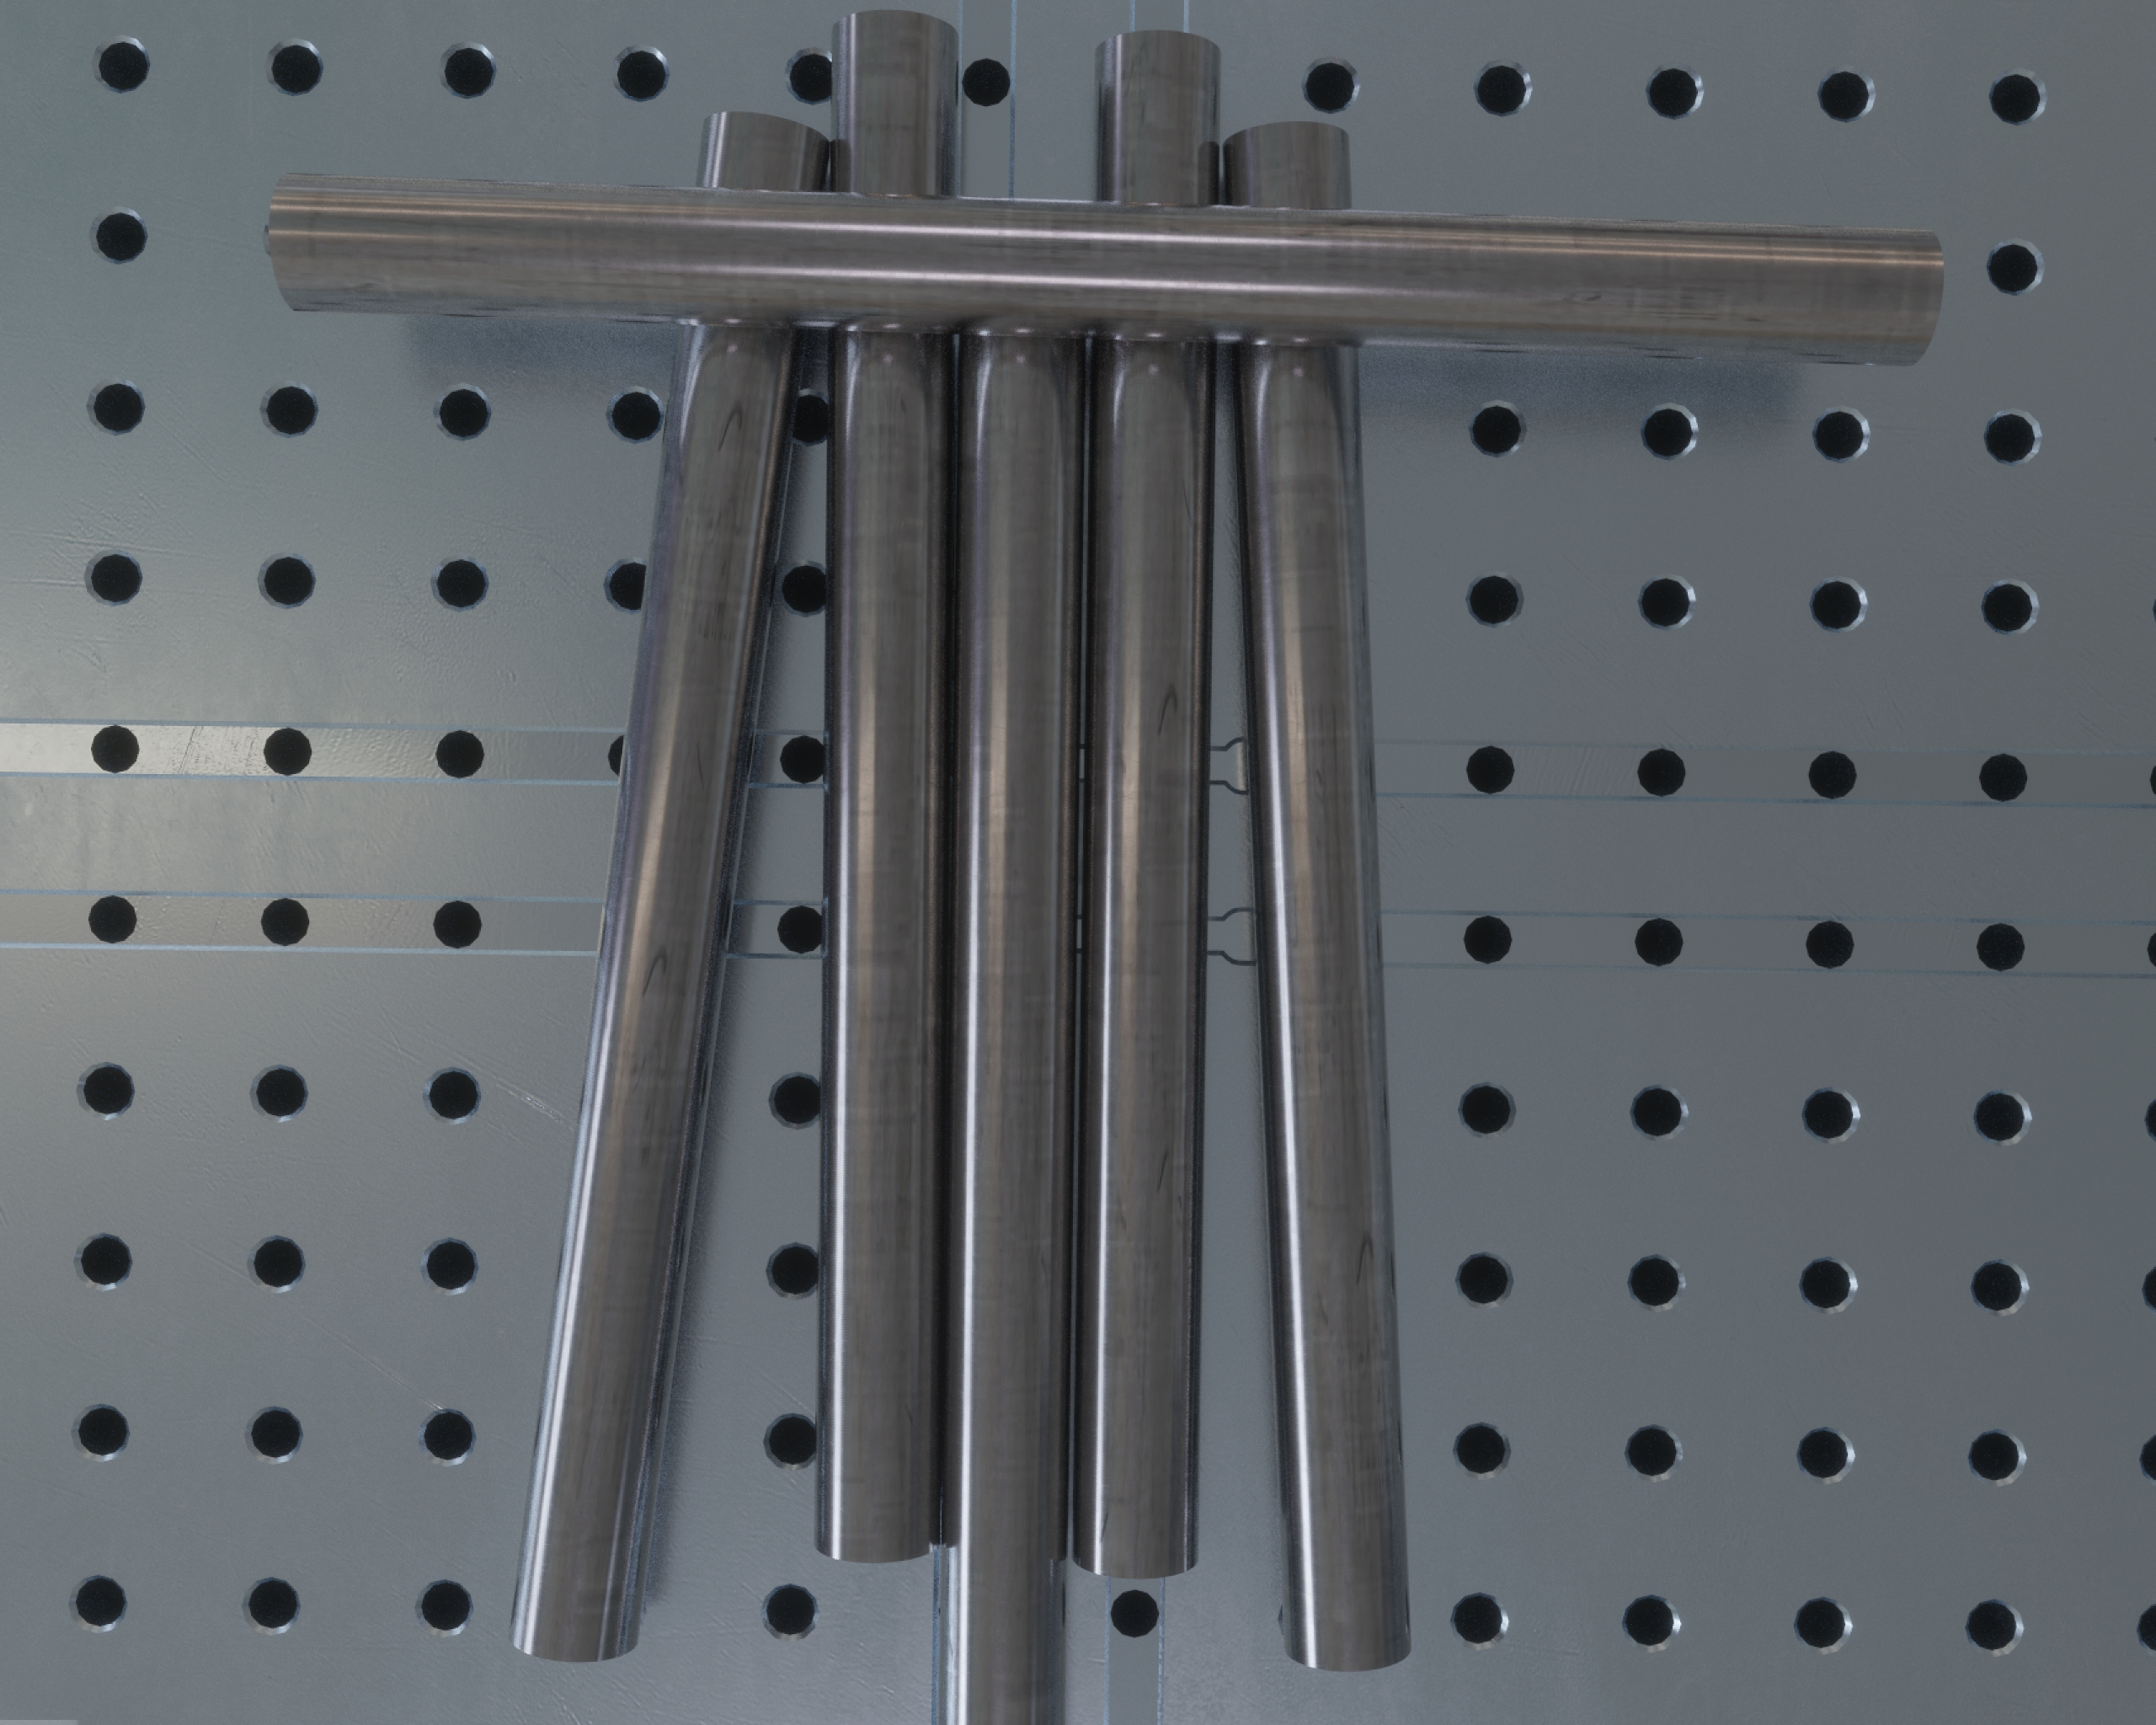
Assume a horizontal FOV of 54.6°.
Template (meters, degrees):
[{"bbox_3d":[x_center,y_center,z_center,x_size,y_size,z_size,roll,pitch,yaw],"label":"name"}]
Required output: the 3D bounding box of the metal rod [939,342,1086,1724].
[{"bbox_3d":[-0.013,0.041,0.413,0.025,0.025,0.298,1,90,0],"label":"metal rod"}]

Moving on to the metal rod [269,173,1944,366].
[{"bbox_3d":[0.006,-0.110,0.388,0.302,0.025,0.025,2,90,0],"label":"metal rod"}]

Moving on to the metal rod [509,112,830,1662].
[{"bbox_3d":[-0.080,0.005,0.412,0.025,0.025,0.298,7,90,0],"label":"metal rod"}]

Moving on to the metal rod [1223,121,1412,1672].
[{"bbox_3d":[0.047,0.007,0.414,0.025,0.025,0.298,-2,90,0],"label":"metal rod"}]

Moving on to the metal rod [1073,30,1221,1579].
[{"bbox_3d":[0.014,-0.011,0.415,0.025,0.025,0.298,1,90,0],"label":"metal rod"}]

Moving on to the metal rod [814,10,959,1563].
[{"bbox_3d":[-0.038,-0.015,0.413,0.025,0.025,0.298,1,90,0],"label":"metal rod"}]
